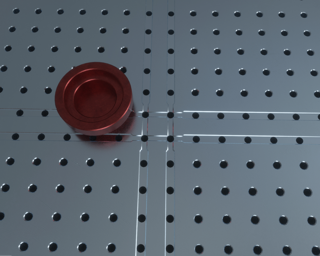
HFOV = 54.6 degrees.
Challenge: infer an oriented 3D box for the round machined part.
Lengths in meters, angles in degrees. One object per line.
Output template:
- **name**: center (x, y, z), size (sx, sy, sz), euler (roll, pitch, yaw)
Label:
- **round machined part**: center (-0.085, -0.035, 0.415), size (0.099, 0.042, 0.098), euler (0, 70, 0)
